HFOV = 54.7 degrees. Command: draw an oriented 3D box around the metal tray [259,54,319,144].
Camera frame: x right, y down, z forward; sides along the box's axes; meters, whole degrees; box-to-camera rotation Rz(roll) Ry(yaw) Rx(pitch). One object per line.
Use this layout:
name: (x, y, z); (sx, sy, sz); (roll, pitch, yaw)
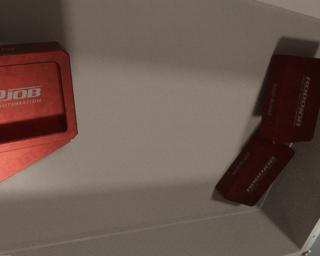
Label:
metal tray: (0.205, -0.043, 0.474); (0.091, 0.030, 0.129); (-2, 106, -28)

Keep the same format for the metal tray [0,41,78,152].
metal tray: (-0.145, -0.024, 0.272); (0.131, 0.030, 0.089); (-11, 123, -23)

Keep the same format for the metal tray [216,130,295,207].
metal tray: (0.169, 0.074, 0.547); (0.090, 0.030, 0.129); (23, 106, -37)

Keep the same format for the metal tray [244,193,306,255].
metal tray: (0.256, 0.213, 0.683); (0.130, 0.030, 0.090); (-39, 130, -2)

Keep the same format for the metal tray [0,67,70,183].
metal tray: (-0.172, 0.008, 0.317); (0.131, 0.030, 0.090); (-31, 129, -9)
